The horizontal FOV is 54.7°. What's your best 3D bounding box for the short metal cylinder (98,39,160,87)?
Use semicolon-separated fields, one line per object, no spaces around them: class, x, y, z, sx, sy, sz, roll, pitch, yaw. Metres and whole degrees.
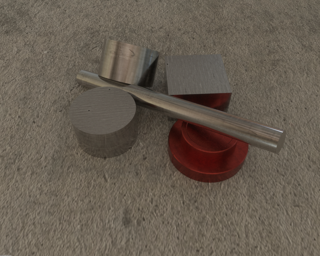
short metal cylinder;-0.044;-0.092;0.441;0.080;0.050;0.080;13;12;-3

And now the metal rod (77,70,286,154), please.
metal rod;0.002;-0.031;0.387;0.300;0.025;0.025;21;52;33

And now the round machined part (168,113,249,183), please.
round machined part;0.059;0.014;0.381;0.099;0.042;0.098;0;50;0

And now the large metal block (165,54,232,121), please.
large metal block;0.049;-0.058;0.435;0.081;0.050;0.080;-2;50;-2

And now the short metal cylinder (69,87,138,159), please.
short metal cylinder;-0.069;-0.007;0.395;0.081;0.050;0.080;0;50;0
